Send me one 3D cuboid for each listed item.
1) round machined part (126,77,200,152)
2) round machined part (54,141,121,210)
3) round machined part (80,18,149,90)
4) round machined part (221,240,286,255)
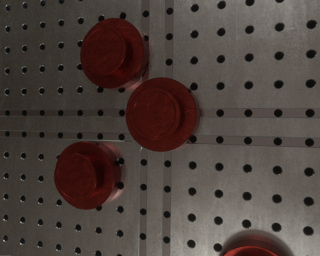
[{"bbox_3d":[-0.001,-0.017,0.403,0.098,0.042,0.097,0,90,19],"label":"round machined part"},{"bbox_3d":[-0.110,0.068,0.441,0.098,0.042,0.097,0,90,19],"label":"round machined part"},{"bbox_3d":[-0.068,-0.103,0.427,0.098,0.042,0.097,0,90,19],"label":"round machined part"},{"bbox_3d":[0.111,0.187,0.364,0.098,0.042,0.097,0,90,19],"label":"round machined part"}]
